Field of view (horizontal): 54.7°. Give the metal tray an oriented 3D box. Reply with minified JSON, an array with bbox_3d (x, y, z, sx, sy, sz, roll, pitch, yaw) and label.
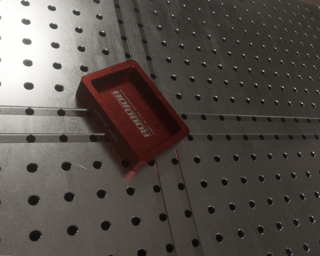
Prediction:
[{"bbox_3d":[-0.034,-0.021,0.400,0.091,0.030,0.130,-30,79,-38],"label":"metal tray"}]
